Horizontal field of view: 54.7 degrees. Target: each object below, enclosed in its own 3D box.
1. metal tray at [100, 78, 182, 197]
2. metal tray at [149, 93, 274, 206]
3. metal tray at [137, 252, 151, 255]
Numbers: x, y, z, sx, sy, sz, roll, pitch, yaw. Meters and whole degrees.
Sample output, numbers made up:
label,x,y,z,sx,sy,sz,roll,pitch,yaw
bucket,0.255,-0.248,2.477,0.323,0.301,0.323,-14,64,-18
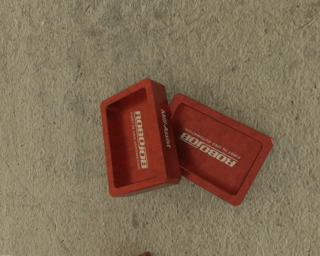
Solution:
label,x,y,z,sx,sy,sz,roll,pitch,yaw
metal tray,-0.028,0.014,0.388,0.090,0.030,0.129,-22,68,33
metal tray,0.060,0.024,0.384,0.130,0.030,0.090,29,99,17
metal tray,-0.066,0.203,0.377,0.090,0.130,0.030,-29,81,18
